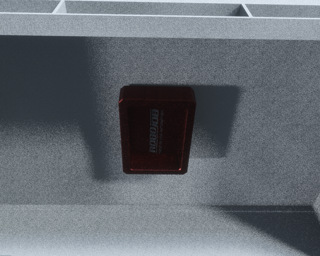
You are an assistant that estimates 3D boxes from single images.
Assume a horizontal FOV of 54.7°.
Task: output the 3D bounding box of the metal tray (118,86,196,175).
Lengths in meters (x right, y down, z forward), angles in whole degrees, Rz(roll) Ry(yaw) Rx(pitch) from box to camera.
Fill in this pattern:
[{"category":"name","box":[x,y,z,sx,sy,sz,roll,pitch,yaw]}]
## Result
[{"category":"metal tray","box":[-0.005,0.007,0.408,0.091,0.030,0.129,1,130,-2]}]
